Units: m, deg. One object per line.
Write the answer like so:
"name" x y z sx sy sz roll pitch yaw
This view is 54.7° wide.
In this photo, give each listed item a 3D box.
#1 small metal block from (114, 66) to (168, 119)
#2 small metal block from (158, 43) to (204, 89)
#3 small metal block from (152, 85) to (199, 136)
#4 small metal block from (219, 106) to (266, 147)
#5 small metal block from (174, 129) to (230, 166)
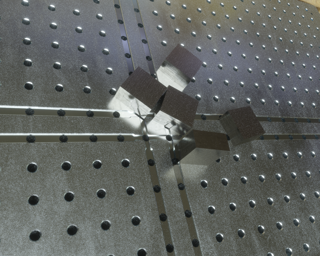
"small metal block" -0.026 -0.049 0.426 0.050 0.025 0.050 37 51 -4
"small metal block" 0.034 -0.098 0.488 0.050 0.025 0.050 37 51 -4
"small metal block" 0.023 -0.025 0.438 0.050 0.025 0.050 27 52 -12
"small metal block" 0.128 -0.004 0.482 0.050 0.025 0.050 -13 68 -34
"small metal block" 0.054 0.027 0.407 0.050 0.050 0.025 7 59 -25
